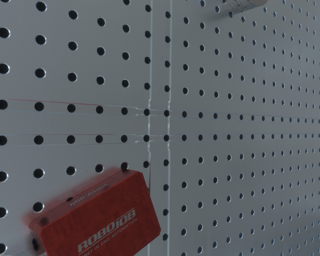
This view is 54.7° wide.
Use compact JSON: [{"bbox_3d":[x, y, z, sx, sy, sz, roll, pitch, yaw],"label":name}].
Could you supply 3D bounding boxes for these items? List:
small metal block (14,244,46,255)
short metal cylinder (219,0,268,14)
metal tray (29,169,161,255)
[{"bbox_3d":[-0.133,0.150,0.298,0.050,0.025,0.050,-19,102,-38],"label":"small metal block"},{"bbox_3d":[0.136,-0.233,0.507,0.081,0.050,0.079,0,90,-40],"label":"short metal cylinder"},{"bbox_3d":[-0.065,0.114,0.351,0.131,0.030,0.089,-27,107,-37],"label":"metal tray"}]
